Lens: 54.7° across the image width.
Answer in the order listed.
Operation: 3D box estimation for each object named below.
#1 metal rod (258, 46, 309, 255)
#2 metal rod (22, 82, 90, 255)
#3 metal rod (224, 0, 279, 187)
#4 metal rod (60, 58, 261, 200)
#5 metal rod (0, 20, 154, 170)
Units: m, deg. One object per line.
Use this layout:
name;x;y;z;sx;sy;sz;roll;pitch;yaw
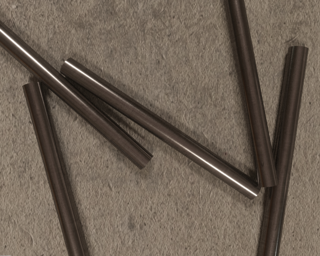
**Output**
metal rod;0.163;0.042;0.412;0.025;0.025;0.298;8;90;-1
metal rod;-0.129;0.087;0.408;0.025;0.025;0.298;-15;90;0
metal rod;0.114;-0.074;0.403;0.025;0.025;0.298;-10;87;0
metal rod;0.002;0.001;0.410;0.301;0.025;0.025;34;90;-1
metal rod;-0.129;-0.053;0.408;0.300;0.025;0.025;42;90;-1
